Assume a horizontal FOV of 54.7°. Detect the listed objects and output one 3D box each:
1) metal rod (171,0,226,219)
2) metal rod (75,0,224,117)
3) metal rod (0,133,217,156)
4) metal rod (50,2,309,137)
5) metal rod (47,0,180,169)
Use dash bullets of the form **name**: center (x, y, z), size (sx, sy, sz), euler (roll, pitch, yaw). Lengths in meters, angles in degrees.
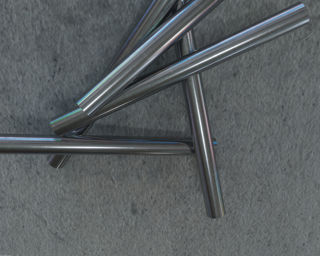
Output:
- **metal rod**: center (0.044, -0.029, 0.378), size (0.025, 0.025, 0.298), euler (-11, 102, 4)
- **metal rod**: center (0.031, -0.120, 0.333), size (0.300, 0.025, 0.025), euler (-41, 106, 0)
- **metal rod**: center (-0.075, 0.022, 0.390), size (0.302, 0.025, 0.025), euler (2, 111, -12)
- **metal rod**: center (0.013, -0.061, 0.346), size (0.301, 0.025, 0.025), euler (-24, 109, 9)
- **metal rod**: center (-0.056, -0.061, 0.370), size (0.025, 0.025, 0.299), euler (34, 112, -12)
